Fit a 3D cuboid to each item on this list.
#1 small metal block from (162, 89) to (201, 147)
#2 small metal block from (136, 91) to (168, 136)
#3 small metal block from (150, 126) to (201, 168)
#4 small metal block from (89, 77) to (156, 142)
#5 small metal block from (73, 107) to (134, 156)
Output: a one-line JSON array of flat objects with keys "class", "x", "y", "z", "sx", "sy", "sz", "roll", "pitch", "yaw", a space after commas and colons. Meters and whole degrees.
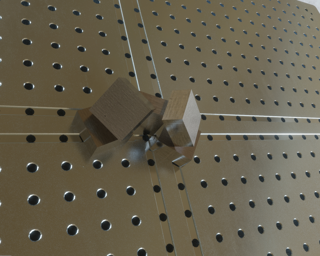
[{"class": "small metal block", "x": 0.028, "y": -0.012, "z": 0.382, "sx": 0.050, "sy": 0.025, "sz": 0.050, "roll": 64, "pitch": 35, "yaw": -43}, {"class": "small metal block", "x": -0.021, "y": -0.018, "z": 0.393, "sx": 0.050, "sy": 0.050, "sz": 0.025, "roll": 17, "pitch": 55, "yaw": -19}, {"class": "small metal block", "x": 0.022, "y": 0.016, "z": 0.412, "sx": 0.050, "sy": 0.025, "sz": 0.050, "roll": 31, "pitch": 51, "yaw": -9}, {"class": "small metal block", "x": -0.041, "y": -0.021, "z": 0.348, "sx": 0.050, "sy": 0.050, "sz": 0.025, "roll": 45, "pitch": 12, "yaw": 3}, {"class": "small metal block", "x": -0.069, "y": -0.001, "z": 0.373, "sx": 0.050, "sy": 0.025, "sz": 0.050, "roll": -21, "pitch": 73, "yaw": -36}]
